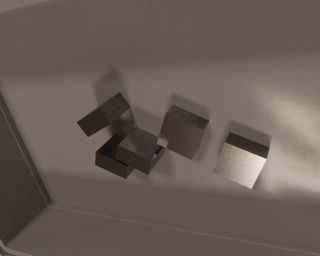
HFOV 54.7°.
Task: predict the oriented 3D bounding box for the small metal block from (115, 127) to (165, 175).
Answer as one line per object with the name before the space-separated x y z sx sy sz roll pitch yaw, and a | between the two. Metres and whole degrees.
small metal block | -0.025 0.030 0.423 0.050 0.050 0.025 25 127 12

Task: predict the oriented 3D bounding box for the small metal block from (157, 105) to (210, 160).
small metal block | 0.029 0.006 0.396 0.050 0.025 0.050 25 127 12

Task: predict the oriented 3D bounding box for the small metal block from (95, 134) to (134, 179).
small metal block | -0.057 0.040 0.446 0.050 0.050 0.025 22 127 14

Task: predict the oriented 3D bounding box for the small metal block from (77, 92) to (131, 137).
small metal block | -0.076 -0.018 0.419 0.050 0.050 0.025 -26 104 37

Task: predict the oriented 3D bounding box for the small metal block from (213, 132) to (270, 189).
small metal block | 0.099 0.040 0.380 0.050 0.025 0.050 23 127 14
